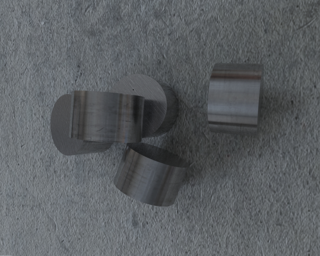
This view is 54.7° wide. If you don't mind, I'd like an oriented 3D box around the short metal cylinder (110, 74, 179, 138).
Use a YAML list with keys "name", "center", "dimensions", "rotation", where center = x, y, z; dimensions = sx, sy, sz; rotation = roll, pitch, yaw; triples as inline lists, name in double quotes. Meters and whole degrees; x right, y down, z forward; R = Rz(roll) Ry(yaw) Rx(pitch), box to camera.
- name: "short metal cylinder"
  center: [-0.021, -0.027, 0.403]
  dimensions: [0.080, 0.050, 0.080]
  rotation: [0, 90, 19]

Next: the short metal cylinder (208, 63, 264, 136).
- name: "short metal cylinder"
  center: [0.087, -0.032, 0.349]
  dimensions: [0.050, 0.080, 0.079]
  rotation: [5, 92, 20]

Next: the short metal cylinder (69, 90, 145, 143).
- name: "short metal cylinder"
  center: [-0.059, -0.013, 0.347]
  dimensions: [0.080, 0.080, 0.050]
  rotation: [5, 92, 20]

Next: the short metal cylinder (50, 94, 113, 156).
- name: "short metal cylinder"
  center: [-0.104, -0.004, 0.419]
  dimensions: [0.080, 0.050, 0.079]
  rotation: [1, 92, 40]

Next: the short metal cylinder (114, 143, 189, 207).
- name: "short metal cylinder"
  center: [-0.011, 0.055, 0.383]
  dimensions: [0.080, 0.080, 0.050]
  rotation: [23, 98, 18]
